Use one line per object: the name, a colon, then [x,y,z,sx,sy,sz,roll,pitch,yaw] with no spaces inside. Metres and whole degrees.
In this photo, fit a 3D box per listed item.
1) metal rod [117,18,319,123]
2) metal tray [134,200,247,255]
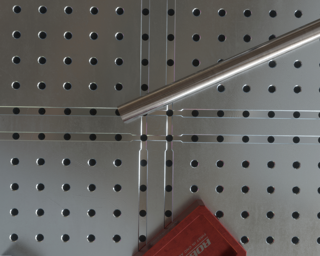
metal rod: [0.086,-0.078,0.413,0.301,0.025,0.025,-24,90,0]
metal tray: [0.036,0.172,0.411,0.130,0.030,0.090,-42,90,0]
